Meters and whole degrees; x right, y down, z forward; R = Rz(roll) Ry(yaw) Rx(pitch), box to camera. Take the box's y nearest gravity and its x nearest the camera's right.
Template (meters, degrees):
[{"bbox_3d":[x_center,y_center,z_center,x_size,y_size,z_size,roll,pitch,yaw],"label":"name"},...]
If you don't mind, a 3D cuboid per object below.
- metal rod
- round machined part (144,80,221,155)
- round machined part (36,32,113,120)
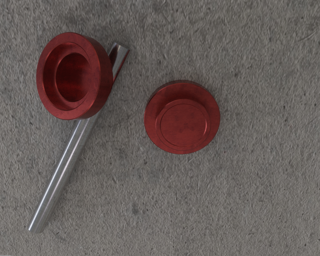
[{"bbox_3d":[-0.115,0.024,0.417,0.025,0.025,0.298,26,108,-10],"label":"metal rod"},{"bbox_3d":[0.029,-0.010,0.398,0.099,0.042,0.097,0,110,0],"label":"round machined part"},{"bbox_3d":[-0.094,-0.058,0.363,0.098,0.042,0.097,2,93,29],"label":"round machined part"}]
